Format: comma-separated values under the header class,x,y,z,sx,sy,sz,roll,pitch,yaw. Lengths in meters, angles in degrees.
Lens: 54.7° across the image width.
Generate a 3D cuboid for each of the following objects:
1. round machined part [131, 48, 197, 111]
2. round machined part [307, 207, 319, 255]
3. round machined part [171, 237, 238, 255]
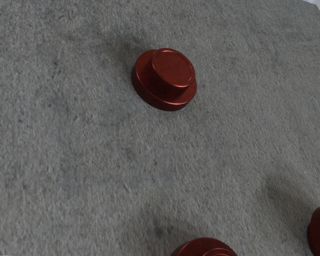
class,x,y,z,sx,sy,sz,roll,pitch,yaw
round machined part,0.012,-0.076,0.447,0.099,0.042,0.098,14,56,-21
round machined part,0.248,0.158,0.433,0.099,0.042,0.098,14,56,-21
round machined part,0.056,0.165,0.324,0.099,0.042,0.098,14,56,-21
